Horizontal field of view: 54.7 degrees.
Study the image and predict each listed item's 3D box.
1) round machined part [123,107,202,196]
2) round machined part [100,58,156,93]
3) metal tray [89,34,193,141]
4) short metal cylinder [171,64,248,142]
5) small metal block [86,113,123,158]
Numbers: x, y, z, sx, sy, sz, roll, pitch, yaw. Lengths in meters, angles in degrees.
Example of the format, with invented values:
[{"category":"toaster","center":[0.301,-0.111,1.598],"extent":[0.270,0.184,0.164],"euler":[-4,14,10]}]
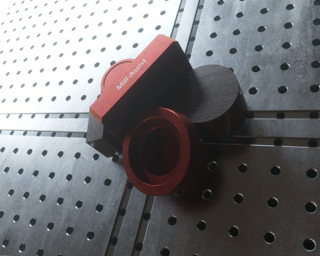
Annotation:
[{"category":"round machined part","center":[0.006,0.028,0.357],"extent":[0.098,0.042,0.097],"euler":[-7,79,38]},{"category":"round machined part","center":[-0.047,-0.063,0.455],"extent":[0.098,0.042,0.098],"euler":[-13,56,21]},{"category":"metal tray","center":[-0.014,-0.041,0.394],"extent":[0.130,0.090,0.030],"euler":[-48,51,-6]},{"category":"short metal cylinder","center":[0.060,-0.029,0.373],"extent":[0.080,0.050,0.080],"euler":[-13,56,21]},{"category":"small metal block","center":[-0.073,0.006,0.421],"extent":[0.025,0.050,0.050],"euler":[-14,56,20]}]
